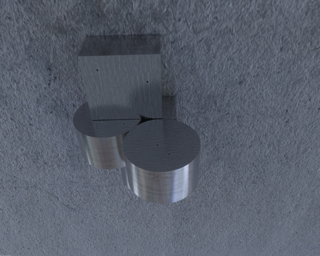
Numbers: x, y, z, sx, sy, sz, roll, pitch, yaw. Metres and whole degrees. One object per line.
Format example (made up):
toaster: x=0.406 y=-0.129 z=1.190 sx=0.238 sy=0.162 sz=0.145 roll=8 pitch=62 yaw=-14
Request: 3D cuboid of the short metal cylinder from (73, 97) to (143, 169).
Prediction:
short metal cylinder: x=-0.059 y=0.003 z=0.376 sx=0.080 sy=0.080 sz=0.050 roll=-2 pitch=130 yaw=1

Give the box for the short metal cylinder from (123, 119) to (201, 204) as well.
short metal cylinder: x=0.003 y=0.034 z=0.337 sx=0.080 sy=0.080 sz=0.050 roll=-2 pitch=130 yaw=1

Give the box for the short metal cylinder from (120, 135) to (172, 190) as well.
short metal cylinder: x=-0.013 y=0.041 z=0.408 sx=0.081 sy=0.080 sz=0.050 roll=0 pitch=130 yaw=0

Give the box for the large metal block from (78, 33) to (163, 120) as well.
large metal block: x=-0.039 y=-0.056 z=0.345 sx=0.080 sy=0.050 sz=0.079 roll=-2 pitch=130 yaw=1

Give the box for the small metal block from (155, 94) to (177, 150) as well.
small metal block: x=0.006 y=-0.008 z=0.389 sx=0.025 sy=0.050 sz=0.050 roll=1 pitch=130 yaw=-1
